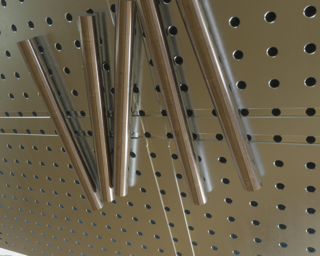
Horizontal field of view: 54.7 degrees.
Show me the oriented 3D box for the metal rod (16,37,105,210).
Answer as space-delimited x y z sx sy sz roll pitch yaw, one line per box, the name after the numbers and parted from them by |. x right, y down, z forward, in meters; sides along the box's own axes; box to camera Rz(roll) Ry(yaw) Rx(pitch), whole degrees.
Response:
-0.149 0.008 0.492 0.025 0.025 0.298 -2 118 29 | metal rod

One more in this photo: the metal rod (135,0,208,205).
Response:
0.018 -0.029 0.382 0.025 0.025 0.298 -2 118 29 | metal rod

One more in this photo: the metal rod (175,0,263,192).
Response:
0.061 -0.056 0.343 0.025 0.025 0.299 -11 113 32 | metal rod

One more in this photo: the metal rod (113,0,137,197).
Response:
-0.050 -0.020 0.423 0.025 0.025 0.298 18 126 17 | metal rod

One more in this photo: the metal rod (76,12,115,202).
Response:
-0.088 -0.010 0.449 0.025 0.025 0.298 13 124 20 | metal rod
